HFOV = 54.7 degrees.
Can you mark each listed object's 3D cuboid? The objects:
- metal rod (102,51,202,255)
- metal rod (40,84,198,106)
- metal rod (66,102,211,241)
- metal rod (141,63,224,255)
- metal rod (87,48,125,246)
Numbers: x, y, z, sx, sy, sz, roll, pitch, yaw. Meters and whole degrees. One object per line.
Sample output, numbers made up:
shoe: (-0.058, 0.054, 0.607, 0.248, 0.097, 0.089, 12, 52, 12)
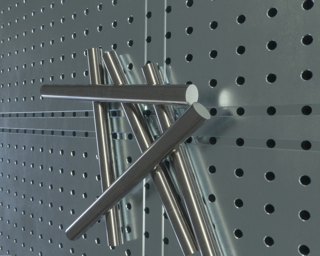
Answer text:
metal rod: (-0.018, 0.021, 0.421, 0.025, 0.025, 0.299, -37, 68, 33)
metal rod: (-0.080, -0.050, 0.440, 0.300, 0.025, 0.025, 7, 94, 39)
metal rod: (-0.045, 0.073, 0.411, 0.299, 0.025, 0.025, -45, 63, 30)
metal rod: (0.031, 0.056, 0.382, 0.025, 0.025, 0.299, -28, 72, 36)
metal rod: (-0.084, 0.025, 0.475, 0.025, 0.025, 0.298, -12, 82, 39)
